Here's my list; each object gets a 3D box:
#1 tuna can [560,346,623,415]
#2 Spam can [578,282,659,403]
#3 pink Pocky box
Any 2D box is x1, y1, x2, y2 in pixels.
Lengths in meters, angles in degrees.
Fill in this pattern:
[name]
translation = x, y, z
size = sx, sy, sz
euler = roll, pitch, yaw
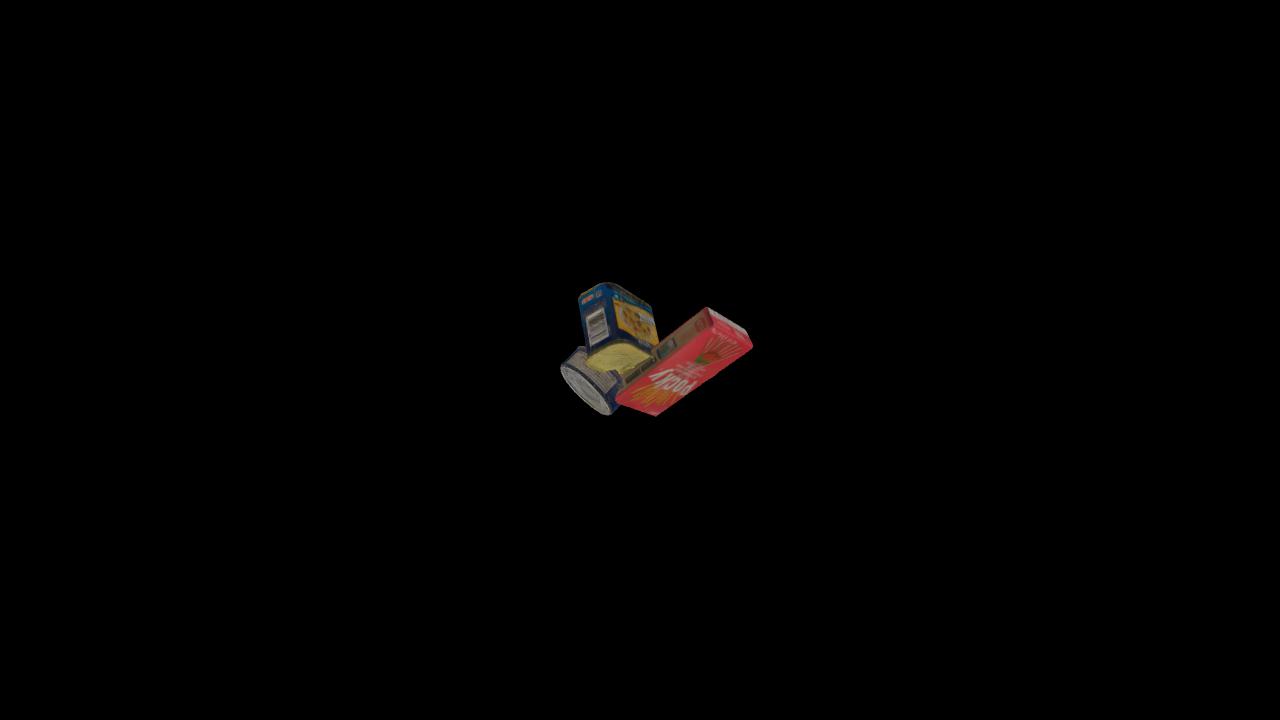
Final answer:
[tuna can]
translation = -0.053, 0.025, 0.716
size = 0.034, 0.084, 0.084
euler = -46, 19, -19
[Spam can]
translation = -0.020, -0.029, 0.692
size = 0.058, 0.085, 0.101
euler = -28, -32, 26
[pink Pocky box]
translation = 0.044, 0.007, 0.695
size = 0.155, 0.029, 0.084
euler = -37, -38, 25
